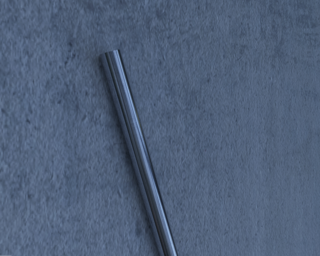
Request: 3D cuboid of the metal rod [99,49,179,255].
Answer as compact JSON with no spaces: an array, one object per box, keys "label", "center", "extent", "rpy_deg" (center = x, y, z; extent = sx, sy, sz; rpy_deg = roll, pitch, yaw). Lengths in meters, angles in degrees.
[{"label":"metal rod","center":[-0.020,0.053,0.390],"extent":[0.025,0.025,0.298],"rpy_deg":[-25,106,-38]}]
